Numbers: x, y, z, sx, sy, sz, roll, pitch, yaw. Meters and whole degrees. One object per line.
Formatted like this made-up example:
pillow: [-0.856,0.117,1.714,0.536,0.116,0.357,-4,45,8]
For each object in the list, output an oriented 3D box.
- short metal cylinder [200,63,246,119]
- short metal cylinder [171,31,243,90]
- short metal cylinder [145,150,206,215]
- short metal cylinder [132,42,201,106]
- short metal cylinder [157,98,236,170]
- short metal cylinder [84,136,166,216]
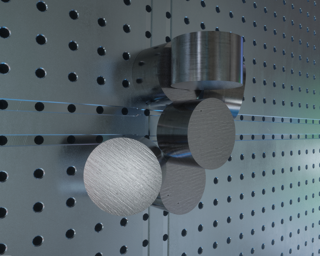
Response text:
short metal cylinder: [0.084,-0.055,0.434,0.050,0.080,0.080,8,83,1]
short metal cylinder: [0.053,-0.073,0.350,0.081,0.080,0.050,0,90,-40]
short metal cylinder: [0.014,0.067,0.403,0.081,0.050,0.079,-1,92,-40]
short metal cylinder: [0.012,-0.069,0.402,0.081,0.050,0.079,-1,91,-40]
short metal cylinder: [0.043,0.006,0.362,0.081,0.050,0.079,0,90,-40]
short metal cylinder: [-0.035,0.048,0.336,0.050,0.080,0.079,-16,104,-84]
